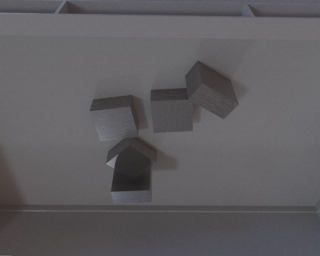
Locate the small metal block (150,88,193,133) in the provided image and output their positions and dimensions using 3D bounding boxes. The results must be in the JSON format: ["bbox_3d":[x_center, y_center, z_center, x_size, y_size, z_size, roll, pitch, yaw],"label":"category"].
[{"bbox_3d":[0.015,-0.022,0.390,0.050,0.025,0.050,-3,130,2],"label":"small metal block"}]

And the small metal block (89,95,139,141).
[{"bbox_3d":[-0.057,-0.012,0.398,0.050,0.025,0.050,-7,130,5],"label":"small metal block"}]

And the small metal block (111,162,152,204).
[{"bbox_3d":[-0.037,0.074,0.422,0.050,0.050,0.025,-3,130,2],"label":"small metal block"}]

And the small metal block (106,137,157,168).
[{"bbox_3d":[-0.040,0.042,0.444,0.050,0.025,0.050,36,121,-27],"label":"small metal block"}]

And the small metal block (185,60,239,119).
[{"bbox_3d":[0.058,-0.044,0.355,0.050,0.050,0.025,26,125,-21],"label":"small metal block"}]
